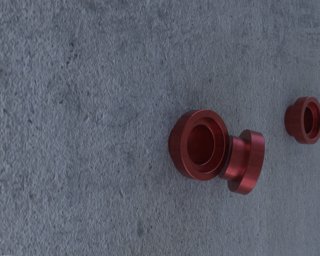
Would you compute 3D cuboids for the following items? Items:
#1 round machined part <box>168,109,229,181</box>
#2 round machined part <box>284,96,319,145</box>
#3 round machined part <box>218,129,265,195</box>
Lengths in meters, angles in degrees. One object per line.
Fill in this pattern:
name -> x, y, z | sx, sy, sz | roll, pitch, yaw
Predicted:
round machined part -> 0.050, 0.023, 0.436 | 0.099, 0.042, 0.097 | 0, 90, -40
round machined part -> 0.294, -0.015, 0.640 | 0.099, 0.042, 0.097 | 0, 90, -40
round machined part -> 0.118, 0.048, 0.469 | 0.042, 0.098, 0.098 | 15, 78, 0
